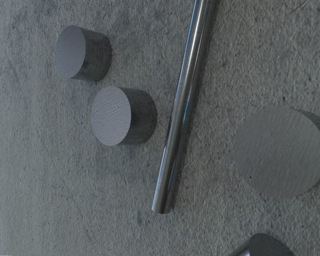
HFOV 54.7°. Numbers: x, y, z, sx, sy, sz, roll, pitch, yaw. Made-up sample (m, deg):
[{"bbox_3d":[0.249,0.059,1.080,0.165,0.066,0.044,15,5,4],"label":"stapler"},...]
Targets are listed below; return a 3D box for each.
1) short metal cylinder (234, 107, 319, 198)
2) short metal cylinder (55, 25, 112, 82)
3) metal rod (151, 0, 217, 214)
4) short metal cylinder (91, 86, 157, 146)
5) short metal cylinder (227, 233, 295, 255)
[{"bbox_3d":[0.118,0.021,0.291,0.080,0.050,0.080,0,90,40],"label":"short metal cylinder"},{"bbox_3d":[-0.121,-0.116,0.489,0.080,0.050,0.080,0,90,40],"label":"short metal cylinder"},{"bbox_3d":[0.030,-0.038,0.379,0.025,0.025,0.298,19,102,38],"label":"metal rod"},{"bbox_3d":[-0.051,-0.016,0.431,0.080,0.050,0.080,0,90,40],"label":"short metal cylinder"},{"bbox_3d":[0.098,0.148,0.289,0.080,0.081,0.050,52,121,27],"label":"short metal cylinder"}]
